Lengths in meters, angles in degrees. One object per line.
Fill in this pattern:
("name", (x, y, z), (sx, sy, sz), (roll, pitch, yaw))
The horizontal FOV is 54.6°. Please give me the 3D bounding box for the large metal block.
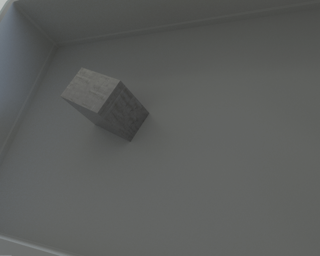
("large metal block", (-0.075, -0.032, 0.431), (0.080, 0.080, 0.050), (23, 74, 36))
